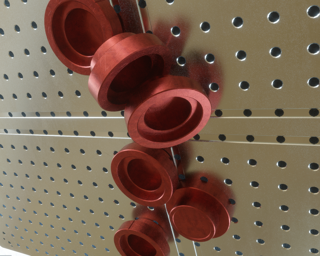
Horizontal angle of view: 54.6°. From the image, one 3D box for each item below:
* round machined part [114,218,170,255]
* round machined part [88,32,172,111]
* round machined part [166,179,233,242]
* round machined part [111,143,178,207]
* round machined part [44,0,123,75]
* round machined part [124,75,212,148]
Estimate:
[{"bbox_3d":[-0.027,0.196,0.536,0.098,0.042,0.097,13,124,21],"label":"round machined part"},{"bbox_3d":[-0.037,-0.067,0.348,0.042,0.099,0.097,51,132,20],"label":"round machined part"},{"bbox_3d":[0.053,0.126,0.450,0.098,0.042,0.097,13,124,21],"label":"round machined part"},{"bbox_3d":[-0.018,0.062,0.448,0.098,0.042,0.097,14,124,22],"label":"round machined part"},{"bbox_3d":[-0.086,-0.117,0.373,0.098,0.042,0.097,14,124,22],"label":"round machined part"},{"bbox_3d":[0.006,-0.023,0.361,0.099,0.042,0.098,-12,141,-10],"label":"round machined part"}]
